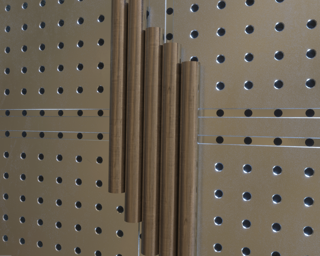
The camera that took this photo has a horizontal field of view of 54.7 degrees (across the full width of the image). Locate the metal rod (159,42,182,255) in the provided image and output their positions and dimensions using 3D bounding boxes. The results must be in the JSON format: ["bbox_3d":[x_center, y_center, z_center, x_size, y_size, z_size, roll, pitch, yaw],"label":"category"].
[{"bbox_3d":[0.013,0.040,0.406,0.025,0.025,0.298,1,90,19],"label":"metal rod"}]

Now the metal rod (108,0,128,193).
[{"bbox_3d":[-0.057,-0.060,0.431,0.025,0.025,0.298,1,90,19],"label":"metal rod"}]

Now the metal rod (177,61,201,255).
[{"bbox_3d":[0.037,0.066,0.398,0.025,0.025,0.298,1,90,19],"label":"metal rod"}]

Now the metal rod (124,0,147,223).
[{"bbox_3d":[-0.033,-0.023,0.422,0.025,0.025,0.298,1,90,19],"label":"metal rod"}]

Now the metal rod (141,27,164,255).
[{"bbox_3d":[-0.010,0.018,0.414,0.025,0.025,0.298,1,90,19],"label":"metal rod"}]
